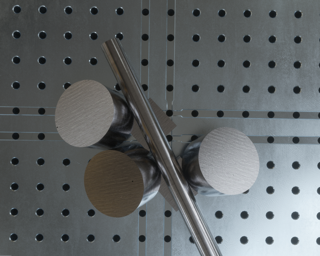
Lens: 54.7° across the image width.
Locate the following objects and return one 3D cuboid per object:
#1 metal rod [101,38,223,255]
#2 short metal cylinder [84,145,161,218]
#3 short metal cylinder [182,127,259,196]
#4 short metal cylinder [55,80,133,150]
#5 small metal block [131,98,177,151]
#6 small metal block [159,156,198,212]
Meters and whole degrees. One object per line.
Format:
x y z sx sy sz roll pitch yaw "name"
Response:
0.002 0.029 0.384 0.025 0.025 0.299 -26 90 0 "metal rod"
-0.045 0.063 0.383 0.080 0.050 0.079 2 95 22 "short metal cylinder"
0.074 0.044 0.385 0.081 0.050 0.080 5 74 -18 "short metal cylinder"
-0.080 -0.014 0.383 0.080 0.050 0.080 -3 81 20 "short metal cylinder"
-0.014 -0.004 0.410 0.050 0.025 0.050 -43 90 0 "small metal block"
0.024 0.073 0.410 0.050 0.025 0.050 -40 90 0 "small metal block"
